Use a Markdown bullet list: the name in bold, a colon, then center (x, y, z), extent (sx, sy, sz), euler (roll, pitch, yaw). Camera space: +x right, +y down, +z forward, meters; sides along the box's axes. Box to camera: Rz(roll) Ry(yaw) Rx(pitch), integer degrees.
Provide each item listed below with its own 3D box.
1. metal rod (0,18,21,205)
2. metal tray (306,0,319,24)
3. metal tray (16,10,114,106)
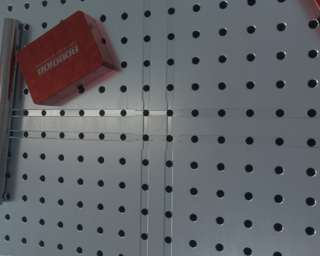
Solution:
- **metal rod**: center (-0.253, -0.024, 0.501), extent (0.025, 0.025, 0.298), euler (8, 93, 20)
- **metal tray**: center (0.227, -0.168, 0.329), extent (0.130, 0.030, 0.090), euler (-27, 81, 18)
- **metal tray**: center (-0.144, -0.100, 0.460), extent (0.130, 0.030, 0.090), euler (-26, 82, 18)
